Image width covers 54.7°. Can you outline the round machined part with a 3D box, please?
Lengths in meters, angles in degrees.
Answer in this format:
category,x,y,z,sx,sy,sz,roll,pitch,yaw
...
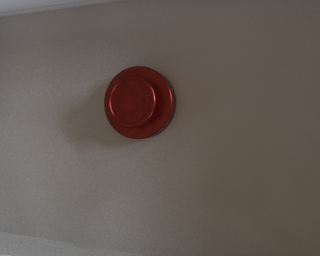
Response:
category,x,y,z,sx,sy,sz,roll,pitch,yaw
round machined part,-0.032,-0.034,0.412,0.098,0.042,0.097,0,90,19
